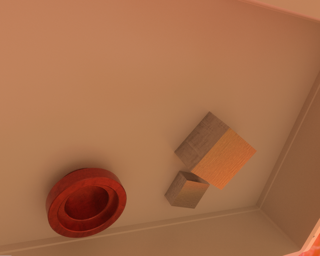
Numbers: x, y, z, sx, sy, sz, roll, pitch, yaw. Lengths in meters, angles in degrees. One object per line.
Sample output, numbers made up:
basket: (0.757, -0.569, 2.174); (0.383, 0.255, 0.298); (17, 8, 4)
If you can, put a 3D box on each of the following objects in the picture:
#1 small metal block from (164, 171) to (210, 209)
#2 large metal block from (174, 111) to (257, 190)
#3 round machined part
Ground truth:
small metal block: (0.044, 0.100, 0.496); (0.050, 0.025, 0.050); (17, 109, -36)
large metal block: (0.083, 0.035, 0.462); (0.080, 0.050, 0.080); (-50, 129, 7)
round machined part: (-0.097, 0.091, 0.402); (0.099, 0.042, 0.097); (-14, 125, -21)
